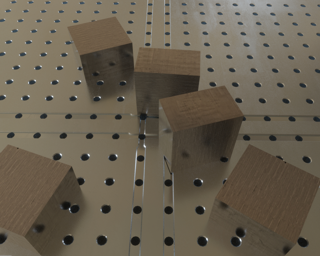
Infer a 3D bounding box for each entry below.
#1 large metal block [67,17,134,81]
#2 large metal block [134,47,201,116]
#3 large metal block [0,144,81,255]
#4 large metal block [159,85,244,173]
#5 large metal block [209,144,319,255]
[{"bbox_3d":[-0.095,-0.129,0.499,0.081,0.050,0.080,-18,53,-15],"label":"large metal block"},{"bbox_3d":[0.011,-0.060,0.422,0.080,0.080,0.050,4,50,3],"label":"large metal block"},{"bbox_3d":[-0.144,0.073,0.328,0.080,0.050,0.080,16,52,13],"label":"large metal block"},{"bbox_3d":[0.044,0.003,0.370,0.081,0.080,0.050,-13,52,-11],"label":"large metal block"},{"bbox_3d":[0.110,0.076,0.329,0.080,0.050,0.080,28,55,21],"label":"large metal block"}]
